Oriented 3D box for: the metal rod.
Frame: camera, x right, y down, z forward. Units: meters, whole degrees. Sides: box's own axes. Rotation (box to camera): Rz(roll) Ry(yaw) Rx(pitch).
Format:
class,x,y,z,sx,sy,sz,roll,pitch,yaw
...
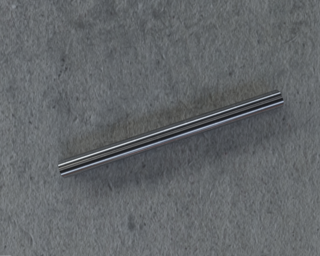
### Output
class,x,y,z,sx,sy,sz,roll,pitch,yaw
metal rod,0.015,0.008,0.410,0.302,0.025,0.025,-18,90,-1
